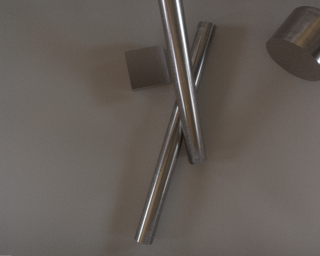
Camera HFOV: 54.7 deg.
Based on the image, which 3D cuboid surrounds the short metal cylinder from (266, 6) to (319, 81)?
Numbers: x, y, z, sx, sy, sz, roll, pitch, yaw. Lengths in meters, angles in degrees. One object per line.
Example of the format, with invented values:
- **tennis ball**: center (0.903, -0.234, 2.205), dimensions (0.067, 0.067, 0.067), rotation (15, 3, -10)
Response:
- **short metal cylinder**: center (0.182, -0.103, 0.386), dimensions (0.080, 0.080, 0.050), rotation (39, 90, -1)

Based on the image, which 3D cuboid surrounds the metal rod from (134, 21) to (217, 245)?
- **metal rod**: center (0.021, 0.006, 0.411), dimensions (0.025, 0.025, 0.298), rotation (17, 90, -1)

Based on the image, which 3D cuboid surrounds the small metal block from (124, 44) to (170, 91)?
- **small metal block**: center (-0.016, -0.079, 0.411), dimensions (0.050, 0.025, 0.050), rotation (-11, 90, -1)

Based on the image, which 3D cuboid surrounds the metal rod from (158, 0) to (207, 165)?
- **metal rod**: center (0.021, -0.086, 0.344), dimensions (0.025, 0.025, 0.298), rotation (-13, 118, 0)
